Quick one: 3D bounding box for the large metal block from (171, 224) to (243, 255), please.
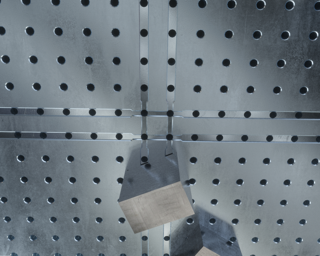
[{"bbox_3d":[0.072,0.209,0.478,0.080,0.050,0.080,33,107,-11],"label":"large metal block"}]

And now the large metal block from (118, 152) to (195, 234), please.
[{"bbox_3d":[-0.004,0.084,0.415,0.080,0.080,0.050,-21,109,7],"label":"large metal block"}]
